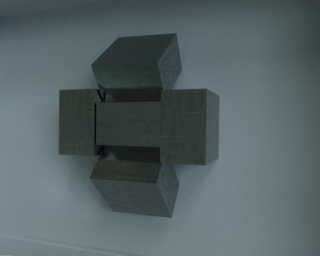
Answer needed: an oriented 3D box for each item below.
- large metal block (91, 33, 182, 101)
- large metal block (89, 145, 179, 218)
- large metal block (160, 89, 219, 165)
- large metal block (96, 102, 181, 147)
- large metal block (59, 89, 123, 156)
[{"bbox_3d":[-0.024,-0.075,0.382,0.080,0.080,0.050,2,128,20],"label":"large metal block"},{"bbox_3d":[-0.027,0.066,0.382,0.080,0.080,0.050,1,49,19],"label":"large metal block"},{"bbox_3d":[0.038,-0.002,0.367,0.050,0.080,0.080,1,90,20],"label":"large metal block"},{"bbox_3d":[-0.023,-0.005,0.388,0.080,0.080,0.050,1,91,20],"label":"large metal block"},{"bbox_3d":[-0.087,-0.007,0.411,0.050,0.080,0.080,1,90,20],"label":"large metal block"}]
